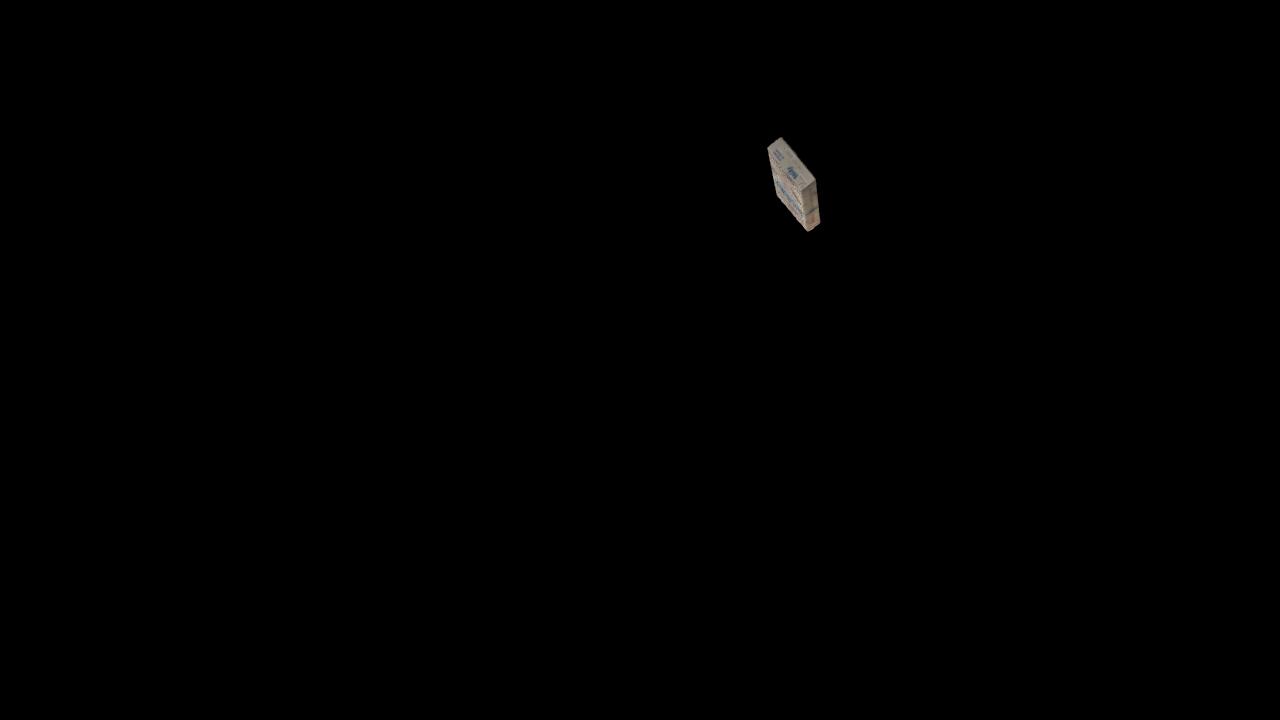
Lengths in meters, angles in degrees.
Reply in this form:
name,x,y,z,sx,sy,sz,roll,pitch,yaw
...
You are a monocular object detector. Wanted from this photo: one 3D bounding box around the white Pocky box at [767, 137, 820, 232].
name,x,y,z,sx,sy,sz,roll,pitch,yaw
white Pocky box,0.223,-0.248,0.882,0.028,0.084,0.154,-36,-18,9
